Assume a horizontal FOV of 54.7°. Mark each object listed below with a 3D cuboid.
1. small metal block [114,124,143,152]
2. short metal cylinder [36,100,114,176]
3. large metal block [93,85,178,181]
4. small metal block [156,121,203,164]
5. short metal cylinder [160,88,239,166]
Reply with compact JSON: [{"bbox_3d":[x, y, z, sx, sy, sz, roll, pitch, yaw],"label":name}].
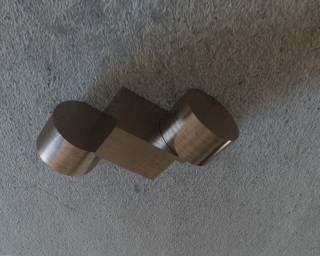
[{"bbox_3d":[-0.052,0.021,0.427,0.050,0.025,0.050,28,125,-22],"label":"small metal block"},{"bbox_3d":[-0.103,0.012,0.382,0.080,0.080,0.050,28,125,-22],"label":"short metal cylinder"},{"bbox_3d":[-0.027,0.006,0.378,0.080,0.080,0.050,28,124,-22],"label":"large metal block"},{"bbox_3d":[0.027,0.016,0.423,0.050,0.025,0.050,28,125,-22],"label":"small metal block"},{"bbox_3d":[0.047,-0.001,0.372,0.080,0.080,0.050,28,125,-22],"label":"short metal cylinder"}]
